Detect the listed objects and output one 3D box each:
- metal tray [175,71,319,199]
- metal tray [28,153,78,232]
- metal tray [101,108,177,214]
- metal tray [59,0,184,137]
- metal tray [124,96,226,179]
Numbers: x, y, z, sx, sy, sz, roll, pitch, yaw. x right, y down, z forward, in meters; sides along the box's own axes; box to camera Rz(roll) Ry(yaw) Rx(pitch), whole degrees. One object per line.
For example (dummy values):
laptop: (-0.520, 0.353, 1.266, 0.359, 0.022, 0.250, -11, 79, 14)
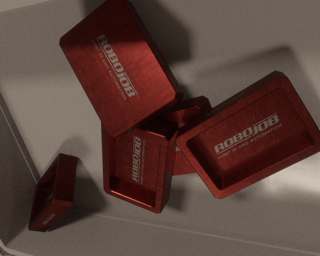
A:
metal tray: (0.094, 0.011, 0.335, 0.130, 0.030, 0.090, -32, 103, 19)
metal tray: (-0.184, 0.113, 0.530, 0.030, 0.090, 0.129, 20, 136, -29)
metal tray: (-0.029, 0.045, 0.407, 0.090, 0.030, 0.129, 17, 125, 18)
metal tray: (-0.044, -0.067, 0.344, 0.090, 0.030, 0.130, -31, 83, 18)
metal tray: (0.015, 0.017, 0.407, 0.130, 0.030, 0.090, -13, 112, 33)
